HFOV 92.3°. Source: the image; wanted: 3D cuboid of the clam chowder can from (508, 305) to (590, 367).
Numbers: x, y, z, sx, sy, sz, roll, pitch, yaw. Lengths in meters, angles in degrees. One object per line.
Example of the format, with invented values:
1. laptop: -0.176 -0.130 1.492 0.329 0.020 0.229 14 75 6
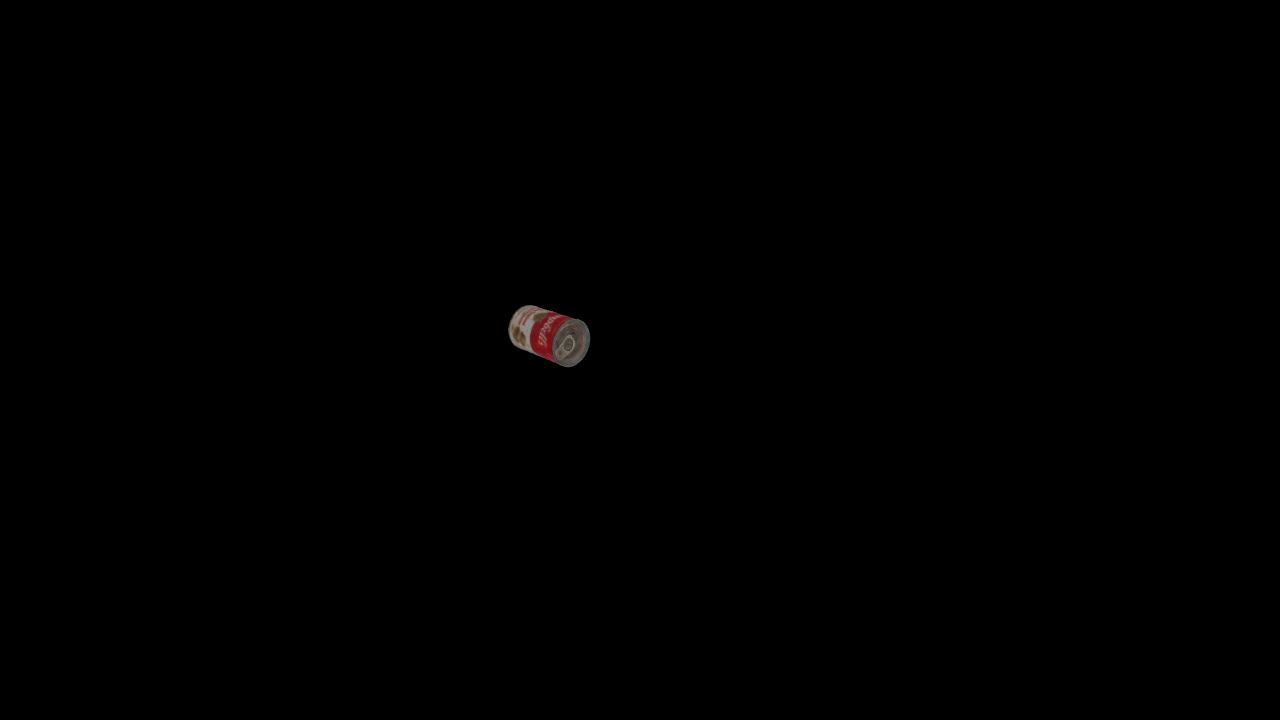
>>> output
1. clam chowder can: -0.129 -0.035 0.865 0.102 0.068 0.068 19 12 39
